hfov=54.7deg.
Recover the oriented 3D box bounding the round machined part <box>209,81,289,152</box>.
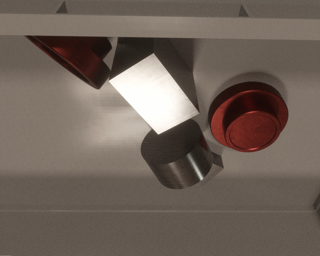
[{"bbox_3d":[0.113,-0.007,0.394,0.099,0.042,0.097,-1,130,0],"label":"round machined part"}]

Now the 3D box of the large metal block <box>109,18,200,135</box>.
[{"bbox_3d":[-0.004,-0.055,0.327,0.050,0.080,0.080,-28,125,21],"label":"large metal block"}]

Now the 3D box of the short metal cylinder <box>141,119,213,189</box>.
[{"bbox_3d":[0.022,0.031,0.400,0.080,0.080,0.050,-18,128,14],"label":"short metal cylinder"}]

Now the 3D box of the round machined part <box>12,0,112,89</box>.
[{"bbox_3d":[-0.087,-0.084,0.301,0.098,0.098,0.042,39,84,-29],"label":"round machined part"}]

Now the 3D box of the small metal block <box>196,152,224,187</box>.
[{"bbox_3d":[0.057,0.056,0.458,0.050,0.025,0.050,26,125,-21],"label":"small metal block"}]
